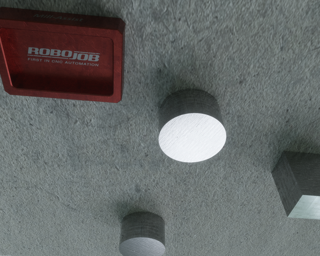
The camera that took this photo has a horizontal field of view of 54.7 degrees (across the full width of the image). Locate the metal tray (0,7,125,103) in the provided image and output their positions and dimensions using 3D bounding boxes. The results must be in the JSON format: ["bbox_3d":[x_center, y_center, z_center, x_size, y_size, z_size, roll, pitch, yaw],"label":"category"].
[{"bbox_3d":[-0.105,-0.076,0.337,0.131,0.030,0.089,4,130,-4],"label":"metal tray"}]

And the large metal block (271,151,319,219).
[{"bbox_3d":[0.218,0.082,0.443,0.081,0.080,0.050,5,130,-5],"label":"large metal block"}]

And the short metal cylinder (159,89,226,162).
[{"bbox_3d":[0.039,-0.002,0.389,0.081,0.050,0.079,0,130,0],"label":"short metal cylinder"}]

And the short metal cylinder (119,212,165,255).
[{"bbox_3d":[-0.031,0.195,0.556,0.081,0.050,0.079,0,130,0],"label":"short metal cylinder"}]
